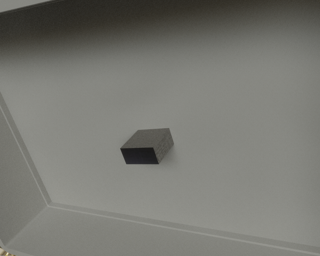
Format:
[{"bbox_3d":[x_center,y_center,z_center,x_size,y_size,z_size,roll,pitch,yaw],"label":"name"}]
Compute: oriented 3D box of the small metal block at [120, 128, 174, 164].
[{"bbox_3d":[-0.016,0.024,0.415,0.050,0.050,0.025,-4,117,29],"label":"small metal block"}]
